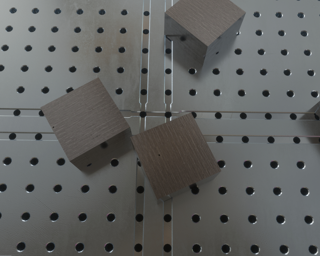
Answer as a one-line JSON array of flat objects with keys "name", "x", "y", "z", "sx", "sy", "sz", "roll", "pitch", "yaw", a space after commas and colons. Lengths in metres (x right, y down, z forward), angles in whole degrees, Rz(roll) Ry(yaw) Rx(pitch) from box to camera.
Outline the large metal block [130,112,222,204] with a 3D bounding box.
[{"name": "large metal block", "x": 0.017, "y": 0.038, "z": 0.385, "sx": 0.080, "sy": 0.050, "sz": 0.080, "roll": -22, "pitch": 72, "yaw": -8}]

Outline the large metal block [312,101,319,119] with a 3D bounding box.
[{"name": "large metal block", "x": 0.268, "y": -0.019, "z": 0.409, "sx": 0.080, "sy": 0.050, "sz": 0.080, "roll": -24, "pitch": 72, "yaw": -9}]

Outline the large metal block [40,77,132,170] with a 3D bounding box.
[{"name": "large metal block", "x": -0.091, "y": -0.005, "z": 0.399, "sx": 0.080, "sy": 0.050, "sz": 0.080, "roll": -30, "pitch": 73, "yaw": -11}]

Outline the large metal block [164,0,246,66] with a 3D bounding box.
[{"name": "large metal block", "x": 0.063, "y": -0.153, "z": 0.455, "sx": 0.080, "sy": 0.050, "sz": 0.080, "roll": 43, "pitch": 75, "yaw": 13}]
